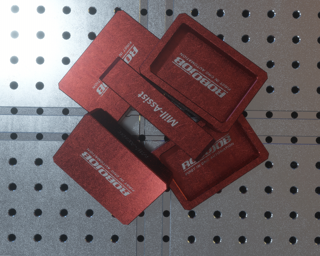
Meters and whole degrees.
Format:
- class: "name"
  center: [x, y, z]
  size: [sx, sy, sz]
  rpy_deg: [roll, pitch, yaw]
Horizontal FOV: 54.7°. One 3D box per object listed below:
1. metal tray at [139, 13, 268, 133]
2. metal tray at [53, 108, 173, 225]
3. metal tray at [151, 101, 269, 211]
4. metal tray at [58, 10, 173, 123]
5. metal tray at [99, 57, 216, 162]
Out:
- class: "metal tray"
  center: [0.052, -0.065, 0.381]
  size: [0.130, 0.030, 0.090]
  rpy_deg: [36, 90, -1]
- class: "metal tray"
  center: [-0.060, 0.050, 0.391]
  size: [0.130, 0.030, 0.090]
  rpy_deg: [42, 115, -1]
- class: "metal tray"
  center: [0.063, 0.035, 0.410]
  size: [0.130, 0.030, 0.090]
  rpy_deg: [-34, 90, -1]
- class: "metal tray"
  center: [-0.057, -0.076, 0.409]
  size: [0.090, 0.030, 0.130]
  rpy_deg: [39, 90, -1]
- class: "metal tray"
  center: [-0.002, -0.019, 0.350]
  size: [0.130, 0.090, 0.030]
  rpy_deg: [41, 90, -1]
